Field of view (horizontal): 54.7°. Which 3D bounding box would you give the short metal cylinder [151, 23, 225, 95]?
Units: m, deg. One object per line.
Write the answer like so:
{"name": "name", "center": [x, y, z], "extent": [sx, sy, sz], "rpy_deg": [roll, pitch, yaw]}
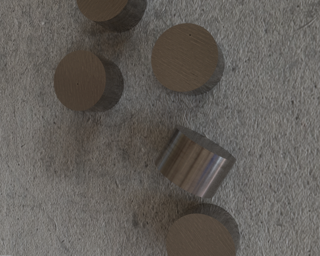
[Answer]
{"name": "short metal cylinder", "center": [0.036, -0.082, 0.383], "extent": [0.080, 0.050, 0.080], "rpy_deg": [0, 90, 20]}

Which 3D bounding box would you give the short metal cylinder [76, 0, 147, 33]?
{"name": "short metal cylinder", "center": [-0.065, -0.176, 0.418], "extent": [0.080, 0.050, 0.080], "rpy_deg": [0, 90, 20]}

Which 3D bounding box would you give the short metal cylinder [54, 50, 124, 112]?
{"name": "short metal cylinder", "center": [-0.098, -0.063, 0.430], "extent": [0.080, 0.050, 0.080], "rpy_deg": [0, 90, 20]}

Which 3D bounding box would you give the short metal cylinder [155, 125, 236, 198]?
{"name": "short metal cylinder", "center": [0.041, 0.038, 0.365], "extent": [0.080, 0.080, 0.050], "rpy_deg": [33, 101, 17]}

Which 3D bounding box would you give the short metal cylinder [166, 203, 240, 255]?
{"name": "short metal cylinder", "center": [0.054, 0.137, 0.377], "extent": [0.080, 0.050, 0.080], "rpy_deg": [0, 90, 20]}
